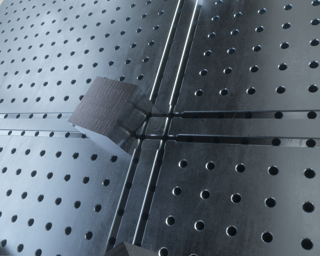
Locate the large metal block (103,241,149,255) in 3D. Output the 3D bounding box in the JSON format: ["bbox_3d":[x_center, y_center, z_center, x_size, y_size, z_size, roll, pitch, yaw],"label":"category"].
[{"bbox_3d":[-0.041,0.174,0.306,0.080,0.050,0.080,-37,51,3],"label":"large metal block"}]

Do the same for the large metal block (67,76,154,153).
[{"bbox_3d":[-0.069,-0.021,0.439,0.080,0.050,0.080,17,71,34],"label":"large metal block"}]
